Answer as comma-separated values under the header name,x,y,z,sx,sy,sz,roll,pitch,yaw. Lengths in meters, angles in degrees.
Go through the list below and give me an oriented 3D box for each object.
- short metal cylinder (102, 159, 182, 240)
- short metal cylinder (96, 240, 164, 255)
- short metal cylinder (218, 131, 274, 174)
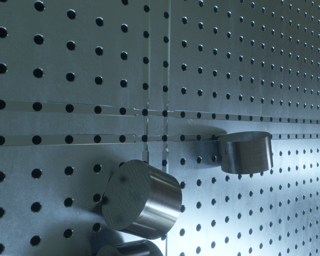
name,x,y,z,sx,sy,sz,roll,pitch,yaw
short metal cylinder,-0.021,0.083,0.358,0.050,0.080,0.080,32,70,-36
short metal cylinder,-0.034,0.170,0.347,0.050,0.080,0.080,8,85,-40
short metal cylinder,0.135,0.037,0.489,0.081,0.080,0.050,-14,99,-39
